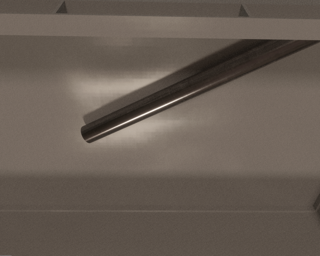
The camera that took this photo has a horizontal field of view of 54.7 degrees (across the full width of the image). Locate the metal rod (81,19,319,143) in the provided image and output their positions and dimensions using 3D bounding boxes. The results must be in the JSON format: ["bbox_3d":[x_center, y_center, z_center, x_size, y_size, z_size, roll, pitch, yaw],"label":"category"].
[{"bbox_3d":[0.034,-0.047,0.369,0.300,0.025,0.025,-23,127,18],"label":"metal rod"}]
